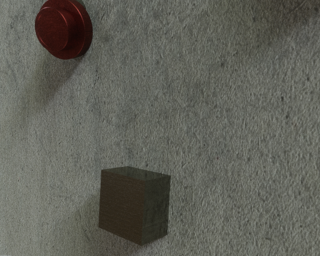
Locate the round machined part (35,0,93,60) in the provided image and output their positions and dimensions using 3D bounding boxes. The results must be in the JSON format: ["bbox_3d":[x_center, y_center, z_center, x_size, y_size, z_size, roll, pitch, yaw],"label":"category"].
[{"bbox_3d":[-0.162,-0.160,0.503,0.098,0.042,0.097,9,112,23],"label":"round machined part"}]

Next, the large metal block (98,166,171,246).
[{"bbox_3d":[-0.035,0.099,0.415,0.080,0.050,0.079,6,94,39],"label":"large metal block"}]

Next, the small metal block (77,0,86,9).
[{"bbox_3d":[-0.159,-0.208,0.533,0.050,0.025,0.050,-42,65,31],"label":"small metal block"}]
